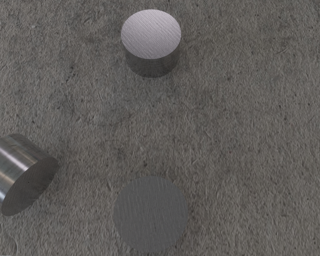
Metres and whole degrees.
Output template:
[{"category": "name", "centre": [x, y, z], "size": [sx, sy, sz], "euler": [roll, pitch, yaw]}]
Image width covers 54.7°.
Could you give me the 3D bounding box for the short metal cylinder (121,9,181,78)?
[{"category": "short metal cylinder", "centre": [-0.012, -0.118, 0.438], "size": [0.081, 0.050, 0.080], "euler": [0, 70, 0]}]

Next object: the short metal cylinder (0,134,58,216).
[{"category": "short metal cylinder", "centre": [-0.167, 0.053, 0.358], "size": [0.050, 0.080, 0.080], "euler": [33, 73, 11]}]

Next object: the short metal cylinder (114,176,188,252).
[{"category": "short metal cylinder", "centre": [-0.010, 0.100, 0.358], "size": [0.081, 0.050, 0.080], "euler": [0, 70, 0]}]
